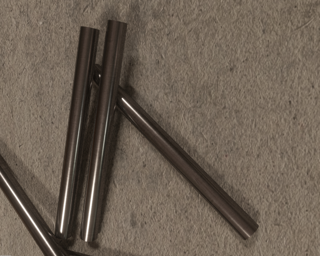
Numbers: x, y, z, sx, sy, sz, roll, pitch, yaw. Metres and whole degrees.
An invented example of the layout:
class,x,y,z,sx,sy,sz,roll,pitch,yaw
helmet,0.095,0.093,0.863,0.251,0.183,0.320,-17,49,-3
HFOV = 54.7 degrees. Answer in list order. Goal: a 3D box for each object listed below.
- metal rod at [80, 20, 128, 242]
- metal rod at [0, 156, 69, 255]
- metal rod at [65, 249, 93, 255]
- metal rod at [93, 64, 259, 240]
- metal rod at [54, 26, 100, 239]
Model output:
class,x,y,z,sx,sy,sz,roll,pitch,yaw
metal rod,-0.078,0.012,0.415,0.025,0.025,0.298,14,102,19
metal rod,-0.205,0.116,0.463,0.300,0.025,0.025,46,104,20
metal rod,-0.023,0.203,0.416,0.301,0.025,0.025,5,92,19
metal rod,0.007,0.022,0.405,0.300,0.025,0.025,45,104,14
metal rod,-0.118,0.014,0.432,0.025,0.025,0.298,14,101,19
